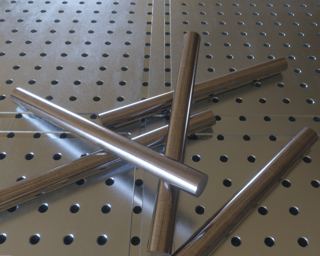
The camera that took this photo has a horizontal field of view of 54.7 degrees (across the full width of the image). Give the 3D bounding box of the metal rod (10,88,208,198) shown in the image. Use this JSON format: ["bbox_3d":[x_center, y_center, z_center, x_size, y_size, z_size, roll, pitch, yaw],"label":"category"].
[{"bbox_3d":[-0.081,0.005,0.373,0.300,0.025,0.025,23,53,28],"label":"metal rod"}]

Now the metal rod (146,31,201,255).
[{"bbox_3d":[0.023,-0.004,0.379,0.025,0.025,0.300,7,60,6],"label":"metal rod"}]

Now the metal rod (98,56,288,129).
[{"bbox_3d":[0.059,-0.054,0.453,0.302,0.025,0.025,-19,53,-16],"label":"metal rod"}]

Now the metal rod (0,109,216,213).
[{"bbox_3d":[-0.066,0.037,0.375,0.302,0.025,0.025,-21,53,-17],"label":"metal rod"}]

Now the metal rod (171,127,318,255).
[{"bbox_3d":[0.083,0.087,0.335,0.302,0.025,0.025,-35,59,-26],"label":"metal rod"}]
